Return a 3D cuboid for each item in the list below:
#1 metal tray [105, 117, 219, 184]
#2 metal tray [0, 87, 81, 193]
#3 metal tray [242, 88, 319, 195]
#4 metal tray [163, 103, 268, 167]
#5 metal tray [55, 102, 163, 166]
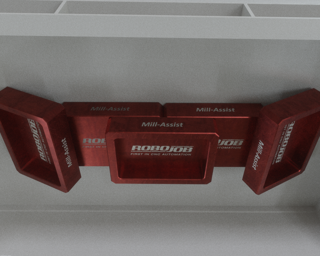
[{"bbox_3d":[0.002,0.030,0.390,0.131,0.030,0.089,1,130,-1],"label":"metal tray"},{"bbox_3d":[-0.155,0.018,0.394,0.090,0.030,0.129,17,133,19],"label":"metal tray"},{"bbox_3d":[0.160,0.020,0.397,0.091,0.030,0.129,-19,134,-21],"label":"metal tray"},{"bbox_3d":[0.069,0.011,0.415,0.131,0.030,0.089,0,130,0],"label":"metal tray"},{"bbox_3d":[-0.062,0.010,0.413,0.131,0.030,0.089,0,130,0],"label":"metal tray"}]
